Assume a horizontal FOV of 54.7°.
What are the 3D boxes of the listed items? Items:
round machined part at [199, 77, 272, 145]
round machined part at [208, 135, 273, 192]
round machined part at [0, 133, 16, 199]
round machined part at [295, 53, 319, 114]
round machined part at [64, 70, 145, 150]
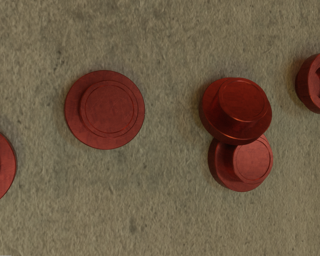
[{"bbox_3d":[0.105,-0.029,0.419,0.099,0.042,0.098,4,63,-7],"label":"round machined part"},{"bbox_3d":[0.122,0.044,0.447,0.099,0.042,0.097,0,90,-21],"label":"round machined part"},{"bbox_3d":[-0.205,0.042,0.324,0.099,0.042,0.097,0,90,-21],"label":"round machined part"},{"bbox_3d":[0.259,-0.071,0.498,0.099,0.042,0.097,0,90,-21],"label":"round machined part"},{"bbox_3d":[-0.065,-0.022,0.377,0.099,0.042,0.097,0,90,-21],"label":"round machined part"}]
